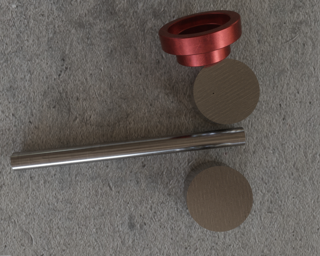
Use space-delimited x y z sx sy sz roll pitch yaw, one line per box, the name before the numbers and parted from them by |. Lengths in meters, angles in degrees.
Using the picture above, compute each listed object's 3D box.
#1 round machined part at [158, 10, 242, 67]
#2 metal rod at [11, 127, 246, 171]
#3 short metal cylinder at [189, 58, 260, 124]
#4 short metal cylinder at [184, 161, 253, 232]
round machined part | 0.051 -0.109 0.382 0.099 0.098 0.042 -15 122 -1
metal rod | -0.040 0.027 0.409 0.302 0.025 0.025 -6 90 -1
short metal cylinder | 0.080 -0.044 0.399 0.081 0.050 0.079 0 90 -1
short metal cylinder | 0.072 0.085 0.399 0.081 0.050 0.079 0 90 -1
